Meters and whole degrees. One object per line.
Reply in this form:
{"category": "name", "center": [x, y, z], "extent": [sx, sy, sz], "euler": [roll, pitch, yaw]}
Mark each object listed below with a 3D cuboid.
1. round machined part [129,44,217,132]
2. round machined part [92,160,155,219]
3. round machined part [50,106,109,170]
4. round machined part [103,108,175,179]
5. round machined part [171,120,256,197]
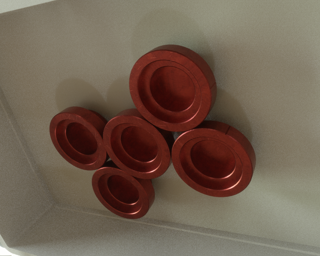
{"category": "round machined part", "center": [0.018, -0.048, 0.356], "extent": [0.098, 0.042, 0.097], "euler": [13, 124, 21]}
{"category": "round machined part", "center": [-0.052, 0.088, 0.476], "extent": [0.098, 0.042, 0.097], "euler": [13, 124, 21]}
{"category": "round machined part", "center": [-0.111, 0.011, 0.460], "extent": [0.098, 0.042, 0.097], "euler": [13, 124, 21]}
{"category": "round machined part", "center": [-0.023, 0.017, 0.416], "extent": [0.098, 0.042, 0.097], "euler": [13, 124, 21]}
{"category": "round machined part", "center": [0.067, 0.033, 0.379], "extent": [0.098, 0.042, 0.097], "euler": [13, 124, 21]}
